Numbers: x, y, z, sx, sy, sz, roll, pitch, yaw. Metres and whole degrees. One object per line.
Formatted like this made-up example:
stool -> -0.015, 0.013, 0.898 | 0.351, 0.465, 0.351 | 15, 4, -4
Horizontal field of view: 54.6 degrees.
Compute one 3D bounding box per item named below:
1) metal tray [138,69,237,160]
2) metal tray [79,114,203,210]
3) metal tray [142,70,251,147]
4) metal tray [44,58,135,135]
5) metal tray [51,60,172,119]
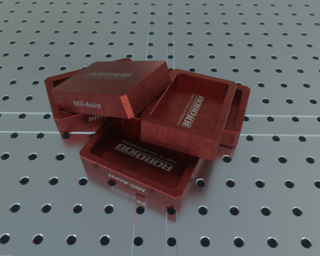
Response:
metal tray -> 0.039, -0.024, 0.384 | 0.090, 0.030, 0.130 | 15, 40, 13
metal tray -> -0.018, 0.032, 0.378 | 0.130, 0.030, 0.090 | 21, 53, 16
metal tray -> 0.051, -0.031, 0.430 | 0.130, 0.030, 0.090 | 14, 51, 13
metal tray -> -0.090, -0.050, 0.445 | 0.131, 0.030, 0.090 | -18, 52, -14
metal tray -> -0.063, -0.053, 0.396 | 0.130, 0.030, 0.090 | 8, 39, 35
